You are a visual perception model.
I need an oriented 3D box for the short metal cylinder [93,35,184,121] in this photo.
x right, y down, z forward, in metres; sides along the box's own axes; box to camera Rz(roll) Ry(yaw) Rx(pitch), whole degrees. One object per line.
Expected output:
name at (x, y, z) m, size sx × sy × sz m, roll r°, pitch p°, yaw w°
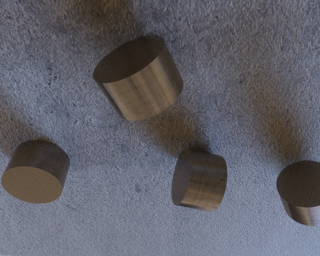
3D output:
short metal cylinder at (-0.022, -0.053, 0.325) m, size 0.080 × 0.080 × 0.050 m, roll -19°, pitch 128°, yaw 15°

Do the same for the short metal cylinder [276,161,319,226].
short metal cylinder at (0.218, 0.095, 0.453) m, size 0.080 × 0.080 × 0.050 m, roll -20°, pitch 127°, yaw 16°

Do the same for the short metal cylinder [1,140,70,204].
short metal cylinder at (-0.175, 0.063, 0.443) m, size 0.081 × 0.050 × 0.079 m, roll 0°, pitch 130°, yaw 0°

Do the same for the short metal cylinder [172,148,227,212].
short metal cylinder at (0.053, 0.072, 0.433) m, size 0.050 × 0.080 × 0.079 m, roll 13°, pitch 129°, yaw -11°
